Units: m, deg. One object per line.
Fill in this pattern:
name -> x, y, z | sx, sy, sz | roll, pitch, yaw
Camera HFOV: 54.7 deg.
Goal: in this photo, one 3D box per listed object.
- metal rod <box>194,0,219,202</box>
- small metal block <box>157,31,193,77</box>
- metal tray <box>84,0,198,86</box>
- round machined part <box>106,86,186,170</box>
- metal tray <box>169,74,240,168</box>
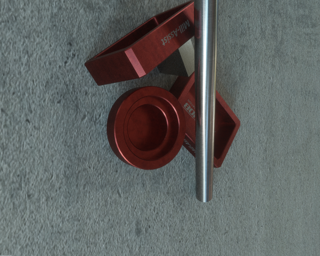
metal rod -> 0.056, -0.021, 0.386 | 0.025, 0.025, 0.298 | -33, 132, -35
small metal block -> 0.017, -0.096, 0.399 | 0.025, 0.050, 0.050 | -49, 134, -26
metal tray -> -0.012, -0.099, 0.354 | 0.131, 0.090, 0.030 | -45, 118, -31
round machined part -> -0.020, -0.001, 0.376 | 0.099, 0.042, 0.097 | -3, 95, -34
metal tray -> 0.061, -0.013, 0.457 | 0.130, 0.030, 0.090 | 45, 63, -31
